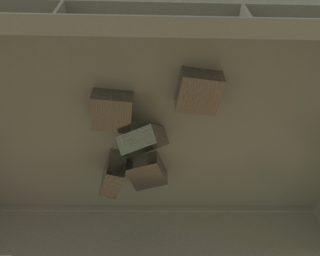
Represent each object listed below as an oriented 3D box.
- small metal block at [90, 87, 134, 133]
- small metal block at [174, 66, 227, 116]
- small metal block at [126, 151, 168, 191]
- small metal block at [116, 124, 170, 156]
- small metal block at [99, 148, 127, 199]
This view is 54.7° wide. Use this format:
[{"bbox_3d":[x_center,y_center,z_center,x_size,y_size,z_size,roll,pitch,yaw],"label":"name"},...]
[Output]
[{"bbox_3d":[-0.060,-0.021,0.390,0.050,0.025,0.050,5,130,-5],"label":"small metal block"},{"bbox_3d":[0.047,-0.044,0.373,0.050,0.025,0.050,6,130,-6],"label":"small metal block"},{"bbox_3d":[-0.020,0.065,0.464,0.050,0.025,0.050,-15,129,12],"label":"small metal block"},{"bbox_3d":[-0.021,0.017,0.405,0.050,0.025,0.050,-21,169,17],"label":"small metal block"},{"bbox_3d":[-0.068,0.066,0.448,0.025,0.050,0.050,15,129,-12],"label":"small metal block"}]
